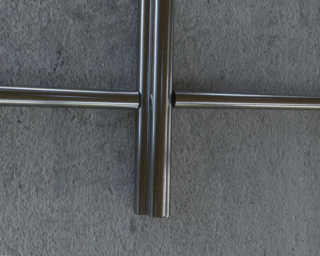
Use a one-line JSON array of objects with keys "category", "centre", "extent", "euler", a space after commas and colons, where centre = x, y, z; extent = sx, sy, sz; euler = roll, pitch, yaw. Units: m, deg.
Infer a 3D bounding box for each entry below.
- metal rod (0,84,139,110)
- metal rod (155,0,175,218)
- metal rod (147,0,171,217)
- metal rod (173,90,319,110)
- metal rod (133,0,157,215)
[{"category": "metal rod", "centre": [-0.172, -0.037, 0.346], "extent": [0.303, 0.025, 0.025], "euler": [0, 90, -21]}, {"category": "metal rod", "centre": [0.004, -0.033, 0.414], "extent": [0.025, 0.025, 0.298], "euler": [1, 90, -20]}, {"category": "metal rod", "centre": [-0.001, -0.040, 0.389], "extent": [0.025, 0.025, 0.298], "euler": [1, 90, -20]}, {"category": "metal rod", "centre": [0.158, -0.040, 0.470], "extent": [0.303, 0.025, 0.025], "euler": [-1, 90, -21]}, {"category": "metal rod", "centre": [-0.019, -0.039, 0.405], "extent": [0.025, 0.025, 0.298], "euler": [1, 90, -20]}]
